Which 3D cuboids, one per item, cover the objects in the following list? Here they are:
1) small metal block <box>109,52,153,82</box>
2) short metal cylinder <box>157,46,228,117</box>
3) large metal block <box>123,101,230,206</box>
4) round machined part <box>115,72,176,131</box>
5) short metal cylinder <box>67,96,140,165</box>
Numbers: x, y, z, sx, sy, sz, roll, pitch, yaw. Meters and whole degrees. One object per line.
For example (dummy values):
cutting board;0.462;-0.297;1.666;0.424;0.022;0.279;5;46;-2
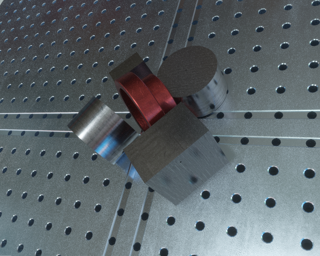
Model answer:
small metal block;-0.038;-0.074;0.456;0.050;0.050;0.025;-36;52;4
short metal cylinder;0.043;-0.060;0.405;0.080;0.050;0.080;-13;56;20
large metal block;0.021;0.031;0.343;0.080;0.080;0.050;-40;51;1
round machined part;-0.011;-0.028;0.384;0.042;0.098;0.098;-34;51;-10
short metal cylinder;-0.073;0.003;0.407;0.080;0.080;0.050;35;82;38
